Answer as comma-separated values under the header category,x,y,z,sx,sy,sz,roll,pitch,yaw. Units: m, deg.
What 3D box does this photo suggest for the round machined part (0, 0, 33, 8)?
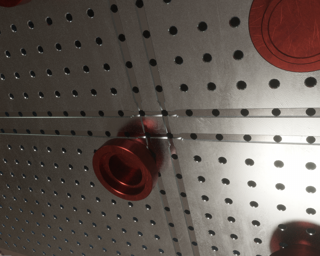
category,x,y,z,sx,sy,sz,roll,pitch,yaw
round machined part,-0.181,-0.199,0.370,0.098,0.042,0.097,13,124,20

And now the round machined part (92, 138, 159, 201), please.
category,x,y,z,sx,sy,sz,roll,pitch,yaw
round machined part,-0.047,0.056,0.458,0.098,0.042,0.097,13,124,20

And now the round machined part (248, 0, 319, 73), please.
category,x,y,z,sx,sy,sz,roll,pitch,yaw
round machined part,0.128,-0.095,0.274,0.098,0.042,0.097,13,124,20

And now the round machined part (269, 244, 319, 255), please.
category,x,y,z,sx,sy,sz,roll,pitch,yaw
round machined part,0.195,0.198,0.420,0.098,0.042,0.097,13,124,20
